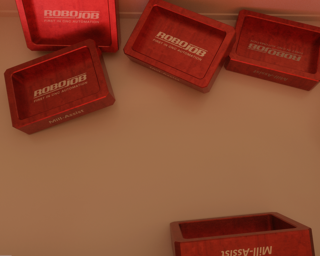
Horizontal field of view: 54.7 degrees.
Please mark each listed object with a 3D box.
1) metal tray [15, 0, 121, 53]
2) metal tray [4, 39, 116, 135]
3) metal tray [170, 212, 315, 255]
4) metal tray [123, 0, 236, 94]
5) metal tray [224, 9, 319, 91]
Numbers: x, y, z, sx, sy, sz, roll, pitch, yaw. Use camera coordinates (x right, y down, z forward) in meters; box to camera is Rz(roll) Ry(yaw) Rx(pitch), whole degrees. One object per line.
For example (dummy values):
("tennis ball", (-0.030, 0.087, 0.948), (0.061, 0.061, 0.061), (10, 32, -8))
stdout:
("metal tray", (-0.123, -0.153, 0.429), (0.131, 0.089, 0.030), (1, 37, 0))
("metal tray", (-0.135, -0.055, 0.414), (0.131, 0.030, 0.090), (-19, 71, 3))
("metal tray", (0.079, 0.118, 0.329), (0.131, 0.090, 0.030), (-5, 85, -2))
("metal tray", (0.027, -0.115, 0.428), (0.130, 0.030, 0.090), (27, 88, 16))
("metal tray", (0.168, -0.114, 0.449), (0.131, 0.030, 0.090), (16, 71, 5))
